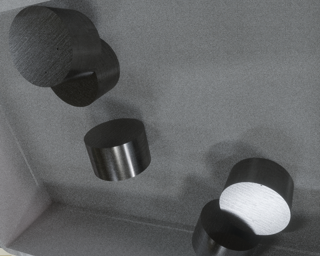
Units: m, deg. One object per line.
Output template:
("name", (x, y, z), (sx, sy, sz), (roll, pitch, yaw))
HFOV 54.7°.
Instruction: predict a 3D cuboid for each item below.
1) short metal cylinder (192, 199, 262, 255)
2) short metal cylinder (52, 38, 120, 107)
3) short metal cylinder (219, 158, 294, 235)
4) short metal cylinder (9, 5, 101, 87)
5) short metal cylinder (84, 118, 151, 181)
("short metal cylinder", (0.088, 0.142, 0.414), (0.080, 0.080, 0.050), (22, 127, 14))
("short metal cylinder", (-0.099, -0.073, 0.397), (0.080, 0.050, 0.079), (13, 124, 20))
("short metal cylinder", (0.119, 0.083, 0.381), (0.080, 0.050, 0.079), (13, 124, 20))
("short metal cylinder", (-0.111, -0.087, 0.332), (0.080, 0.050, 0.079), (6, 108, 21))
("short metal cylinder", (-0.056, 0.027, 0.418), (0.080, 0.080, 0.050), (4, 120, 26))
